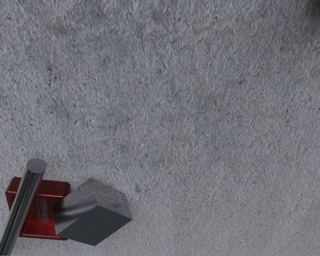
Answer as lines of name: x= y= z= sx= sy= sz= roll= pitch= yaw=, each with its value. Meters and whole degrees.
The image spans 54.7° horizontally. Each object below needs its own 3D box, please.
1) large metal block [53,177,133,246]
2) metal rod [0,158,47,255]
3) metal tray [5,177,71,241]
large metal block: x=-0.104 y=0.132 z=0.479 sx=0.080 sy=0.050 sz=0.080 roll=-38 pitch=136 yaw=11
metal rod: x=-0.230 y=0.150 z=0.492 sx=0.025 sy=0.025 sz=0.298 roll=21 pitch=127 yaw=-17
metal tray: x=-0.198 y=0.139 z=0.519 sx=0.091 sy=0.030 sz=0.129 roll=7 pitch=130 yaw=-6
